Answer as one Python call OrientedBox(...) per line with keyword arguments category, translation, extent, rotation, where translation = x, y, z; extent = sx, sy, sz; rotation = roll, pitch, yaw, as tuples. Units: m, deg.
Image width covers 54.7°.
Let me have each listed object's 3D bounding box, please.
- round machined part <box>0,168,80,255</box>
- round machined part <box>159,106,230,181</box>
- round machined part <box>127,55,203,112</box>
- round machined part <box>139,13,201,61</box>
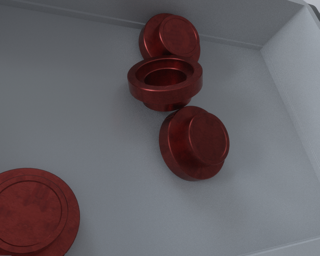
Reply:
OrientedBox(category="round machined part", translation=(-0.122, 0.081, 0.280), extent=(0.099, 0.042, 0.098), rotation=(14, 56, -21))
OrientedBox(category="round machined part", translation=(0.051, 0.017, 0.399), extent=(0.099, 0.042, 0.098), rotation=(12, 69, -32))
OrientedBox(category="round machined part", translation=(0.008, -0.058, 0.416), extent=(0.099, 0.042, 0.098), rotation=(-4, 38, 3))
OrientedBox(category="round machined part", translation=(0.021, -0.131, 0.472), extent=(0.099, 0.042, 0.098), rotation=(7, 75, -25))
